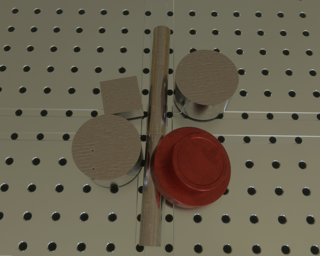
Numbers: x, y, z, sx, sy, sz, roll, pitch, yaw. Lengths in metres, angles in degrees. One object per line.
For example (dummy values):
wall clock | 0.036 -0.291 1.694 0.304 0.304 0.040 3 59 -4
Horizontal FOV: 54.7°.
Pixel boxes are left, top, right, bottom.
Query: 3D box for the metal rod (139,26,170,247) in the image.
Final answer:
metal rod | -0.004 -0.004 0.409 0.025 0.025 0.299 3 70 1

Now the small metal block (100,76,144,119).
small metal block | -0.052 -0.040 0.421 0.050 0.025 0.050 -10 70 -4

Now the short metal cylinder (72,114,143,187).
short metal cylinder | -0.062 0.029 0.383 0.081 0.050 0.080 0 70 0

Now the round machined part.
round machined part | 0.041 0.044 0.370 0.099 0.042 0.098 6 69 -15

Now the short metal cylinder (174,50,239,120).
short metal cylinder | 0.059 -0.057 0.415 0.081 0.050 0.080 0 70 0
